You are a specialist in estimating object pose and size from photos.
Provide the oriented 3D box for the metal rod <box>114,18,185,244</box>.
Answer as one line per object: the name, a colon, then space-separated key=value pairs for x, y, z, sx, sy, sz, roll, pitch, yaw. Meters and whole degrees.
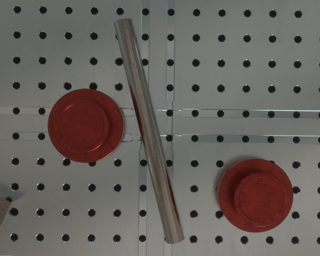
metal rod: x=-0.014 y=0.004 z=0.413 sx=0.025 sy=0.025 sz=0.298 roll=-14 pitch=90 yaw=0

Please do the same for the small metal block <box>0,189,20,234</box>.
small metal block: x=-0.225 y=0.108 z=0.412 sx=0.050 sy=0.025 sz=0.050 roll=25 pitch=90 yaw=0

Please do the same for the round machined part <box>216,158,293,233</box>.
round machined part: x=0.126 y=0.089 z=0.406 sx=0.099 sy=0.042 sz=0.097 roll=0 pitch=90 yaw=0

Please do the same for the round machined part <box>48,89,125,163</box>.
round machined part: x=-0.098 y=-0.003 z=0.404 sx=0.099 sy=0.042 sz=0.097 roll=0 pitch=90 yaw=0
